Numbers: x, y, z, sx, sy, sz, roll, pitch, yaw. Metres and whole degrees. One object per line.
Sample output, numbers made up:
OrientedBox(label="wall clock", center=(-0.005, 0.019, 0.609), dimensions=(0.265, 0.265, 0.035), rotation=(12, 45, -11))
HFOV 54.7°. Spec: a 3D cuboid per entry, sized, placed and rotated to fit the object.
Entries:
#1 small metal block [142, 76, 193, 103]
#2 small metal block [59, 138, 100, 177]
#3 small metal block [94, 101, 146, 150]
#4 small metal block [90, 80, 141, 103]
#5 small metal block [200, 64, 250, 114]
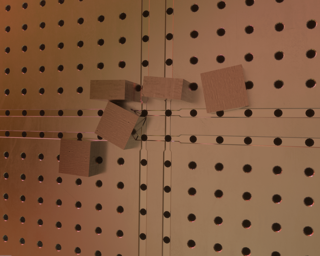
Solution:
OrientedBox(label="small metal block", center=(0.011, -0.049, 0.395), dimensions=(0.050, 0.050, 0.025), rotation=(8, 93, 19))
OrientedBox(label="small metal block", center=(-0.118, 0.042, 0.453), dimensions=(0.050, 0.025, 0.050), rotation=(4, 92, 19))
OrientedBox(label="small metal block", center=(-0.055, -0.004, 0.431), dimensions=(0.050, 0.025, 0.050), rotation=(28, 99, 17))
OrientedBox(label="small metal block", center=(-0.059, -0.049, 0.419), dimensions=(0.050, 0.050, 0.025), rotation=(3, 91, 19))
OrientedBox(label="small metal block", center=(0.081, -0.047, 0.384), dimensions=(0.050, 0.025, 0.050), rotation=(-10, 87, 19))
